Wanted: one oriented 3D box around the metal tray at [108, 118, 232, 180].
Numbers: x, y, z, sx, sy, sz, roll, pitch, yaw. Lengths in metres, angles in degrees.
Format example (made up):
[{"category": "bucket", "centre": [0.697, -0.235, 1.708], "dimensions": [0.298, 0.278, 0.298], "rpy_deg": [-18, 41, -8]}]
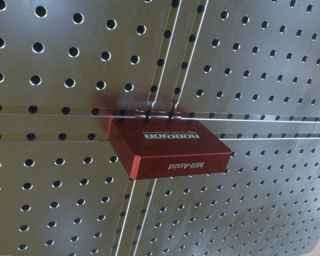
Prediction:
[{"category": "metal tray", "centre": [0.012, 0.022, 0.388], "dimensions": [0.131, 0.090, 0.030], "rpy_deg": [0, 119, -28]}]
